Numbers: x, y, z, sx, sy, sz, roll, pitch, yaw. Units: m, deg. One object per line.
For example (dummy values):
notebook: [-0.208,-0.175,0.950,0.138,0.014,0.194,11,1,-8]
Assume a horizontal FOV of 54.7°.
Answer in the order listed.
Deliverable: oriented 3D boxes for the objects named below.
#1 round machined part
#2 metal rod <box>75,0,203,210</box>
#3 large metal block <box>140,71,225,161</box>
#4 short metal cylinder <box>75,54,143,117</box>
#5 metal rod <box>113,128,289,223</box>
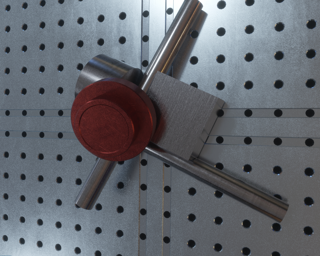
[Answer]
round machined part: [-0.057,-0.005,0.353,0.098,0.042,0.097,4,111,11]
metal rod: [-0.028,-0.030,0.401,0.025,0.025,0.299,29,92,17]
large metal block: [0.023,-0.015,0.387,0.080,0.050,0.080,27,99,17]
short metal cylinder: [-0.064,-0.050,0.404,0.050,0.080,0.080,26,99,18]
metal rod: [0.016,0.037,0.405,0.301,0.025,0.025,26,99,17]
